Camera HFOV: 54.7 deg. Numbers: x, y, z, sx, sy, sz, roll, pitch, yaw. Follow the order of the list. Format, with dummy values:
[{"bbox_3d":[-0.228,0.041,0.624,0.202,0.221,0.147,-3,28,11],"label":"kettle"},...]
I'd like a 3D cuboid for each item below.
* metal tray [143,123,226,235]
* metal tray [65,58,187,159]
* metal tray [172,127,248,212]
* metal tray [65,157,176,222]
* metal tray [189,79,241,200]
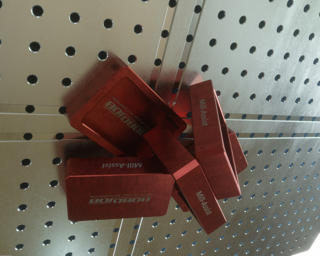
[{"bbox_3d":[0.032,0.065,0.388,0.030,0.090,0.130,-34,129,-7],"label":"metal tray"},{"bbox_3d":[-0.037,-0.011,0.382,0.090,0.030,0.130,-46,130,3],"label":"metal tray"},{"bbox_3d":[0.068,0.064,0.486,0.130,0.030,0.090,-36,129,-5],"label":"metal tray"},{"bbox_3d":[-0.051,0.079,0.399,0.131,0.030,0.089,0,130,-12],"label":"metal tray"},{"bbox_3d":[0.068,0.012,0.390,0.030,0.130,0.090,-16,131,15],"label":"metal tray"}]
